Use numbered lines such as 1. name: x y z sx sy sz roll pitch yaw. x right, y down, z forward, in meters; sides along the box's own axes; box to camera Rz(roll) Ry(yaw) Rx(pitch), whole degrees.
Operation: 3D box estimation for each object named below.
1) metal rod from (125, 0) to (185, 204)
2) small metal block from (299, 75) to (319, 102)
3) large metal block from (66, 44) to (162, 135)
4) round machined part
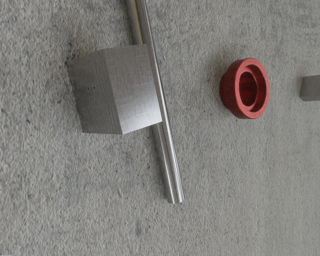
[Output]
1. metal rod: -0.007 -0.045 0.400 0.025 0.025 0.298 -20 103 -39
2. small metal block: 0.339 -0.087 0.677 0.025 0.050 0.050 26 74 -38
3. large metal block: -0.050 -0.039 0.328 0.050 0.080 0.079 -20 103 -39
4. round machined part: 0.135 -0.063 0.510 0.099 0.042 0.097 0 90 -40
